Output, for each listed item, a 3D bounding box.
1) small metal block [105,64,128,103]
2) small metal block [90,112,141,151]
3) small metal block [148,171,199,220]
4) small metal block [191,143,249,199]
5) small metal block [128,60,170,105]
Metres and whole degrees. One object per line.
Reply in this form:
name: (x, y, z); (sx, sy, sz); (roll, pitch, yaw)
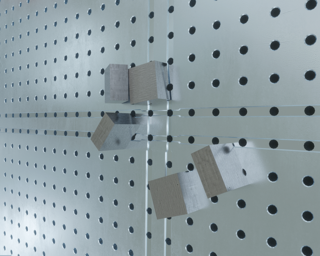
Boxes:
small metal block: (-0.064, -0.063, 0.449); (0.050, 0.025, 0.050); (178, 91, -72)
small metal block: (-0.064, 0.005, 0.447); (0.025, 0.050, 0.050); (49, 119, 29)
small metal block: (0.017, 0.086, 0.397); (0.050, 0.025, 0.050); (-23, 75, 37)
small metal block: (0.066, 0.045, 0.339); (0.025, 0.050, 0.050); (-31, 71, 36)
small metal block: (-0.016, -0.060, 0.424); (0.050, 0.025, 0.050); (-8, 85, 40)
